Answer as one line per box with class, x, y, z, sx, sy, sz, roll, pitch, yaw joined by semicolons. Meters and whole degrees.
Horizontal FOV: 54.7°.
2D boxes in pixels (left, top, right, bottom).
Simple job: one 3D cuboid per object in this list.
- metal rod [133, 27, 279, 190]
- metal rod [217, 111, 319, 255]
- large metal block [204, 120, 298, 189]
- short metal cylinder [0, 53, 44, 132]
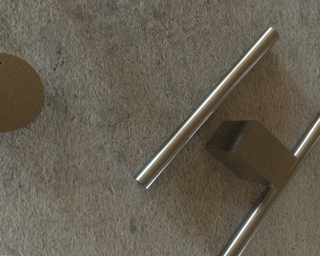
metal rod;0.073;-0.036;0.437;0.025;0.025;0.301;46;75;-15
metal rod;0.182;0.088;0.478;0.025;0.025;0.300;44;76;-15
large metal block;0.122;0.034;0.427;0.080;0.080;0.050;40;77;-16
short metal cylinder;-0.168;-0.036;0.334;0.081;0.050;0.079;0;90;-21
